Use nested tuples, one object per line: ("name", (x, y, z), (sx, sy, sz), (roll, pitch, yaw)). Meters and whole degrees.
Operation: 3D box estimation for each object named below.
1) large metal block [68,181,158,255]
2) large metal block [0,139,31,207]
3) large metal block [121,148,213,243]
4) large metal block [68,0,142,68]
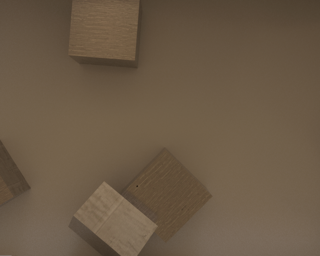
("large metal block", (-0.060, 0.119, 0.375), (0.080, 0.080, 0.050), (40, 58, 2))
("large metal block", (-0.231, 0.070, 0.397), (0.080, 0.050, 0.080), (-32, 90, 0))
("large metal block", (0.007, 0.083, 0.399), (0.080, 0.050, 0.080), (45, 90, 0))
("large metal block", (-0.067, -0.124, 0.398), (0.080, 0.050, 0.080), (4, 90, 0))
